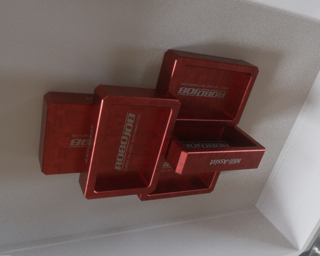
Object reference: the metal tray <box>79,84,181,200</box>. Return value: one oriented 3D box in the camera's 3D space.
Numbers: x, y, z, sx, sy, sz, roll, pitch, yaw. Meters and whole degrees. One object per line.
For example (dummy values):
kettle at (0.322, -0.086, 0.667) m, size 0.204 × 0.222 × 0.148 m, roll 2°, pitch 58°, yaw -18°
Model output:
metal tray at (-0.037, 0.019, 0.356) m, size 0.091 × 0.030 × 0.129 m, roll 1°, pitch 118°, yaw -29°

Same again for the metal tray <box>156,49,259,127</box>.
metal tray at (0.059, -0.048, 0.408) m, size 0.131 × 0.030 × 0.089 m, roll 1°, pitch 118°, yaw -29°

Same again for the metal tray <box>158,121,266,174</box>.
metal tray at (0.061, 0.019, 0.411) m, size 0.131 × 0.090 × 0.030 m, roll 1°, pitch 118°, yaw -29°

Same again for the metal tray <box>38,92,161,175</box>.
metal tray at (-0.070, 0.007, 0.368) m, size 0.131 × 0.030 × 0.089 m, roll 0°, pitch 118°, yaw -29°

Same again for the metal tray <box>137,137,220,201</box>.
metal tray at (0.032, 0.058, 0.458) m, size 0.131 × 0.030 × 0.089 m, roll 0°, pitch 118°, yaw -29°
